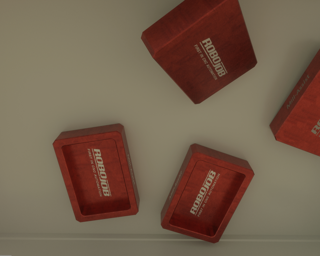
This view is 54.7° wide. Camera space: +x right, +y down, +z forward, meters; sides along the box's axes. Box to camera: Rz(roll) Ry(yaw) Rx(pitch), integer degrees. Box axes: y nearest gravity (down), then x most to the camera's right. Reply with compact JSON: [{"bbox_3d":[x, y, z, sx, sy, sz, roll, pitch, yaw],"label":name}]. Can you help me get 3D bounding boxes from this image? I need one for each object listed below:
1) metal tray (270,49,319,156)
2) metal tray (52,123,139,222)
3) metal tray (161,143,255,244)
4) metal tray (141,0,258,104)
[{"bbox_3d":[0.212,-0.029,0.387,0.090,0.030,0.129,20,119,-7],"label":"metal tray"},{"bbox_3d":[-0.084,0.064,0.431,0.090,0.030,0.129,-9,110,3],"label":"metal tray"},{"bbox_3d":[0.064,0.096,0.444,0.091,0.030,0.129,19,109,-7],"label":"metal tray"},{"bbox_3d":[0.049,-0.083,0.334,0.090,0.030,0.130,-34,152,12],"label":"metal tray"}]
